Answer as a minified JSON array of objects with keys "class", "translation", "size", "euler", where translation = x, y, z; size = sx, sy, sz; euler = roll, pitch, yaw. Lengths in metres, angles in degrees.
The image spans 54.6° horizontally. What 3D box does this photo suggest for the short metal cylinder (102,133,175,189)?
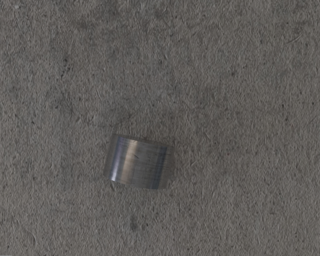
[{"class":"short metal cylinder","translation":[-0.025,0.040,0.382],"size":[0.080,0.080,0.050],"euler":[13,90,0]}]
